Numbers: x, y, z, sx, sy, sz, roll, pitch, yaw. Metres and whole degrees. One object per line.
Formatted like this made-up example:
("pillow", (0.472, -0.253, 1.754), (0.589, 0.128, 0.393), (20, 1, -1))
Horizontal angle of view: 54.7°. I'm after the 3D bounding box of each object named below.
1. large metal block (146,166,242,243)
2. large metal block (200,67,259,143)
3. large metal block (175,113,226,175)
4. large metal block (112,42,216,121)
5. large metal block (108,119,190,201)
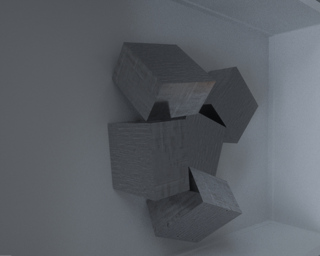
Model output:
("large metal block", (0.043, 0.102, 0.399), (0.080, 0.080, 0.050), (26, 32, -39))
("large metal block", (0.096, -0.034, 0.472), (0.080, 0.050, 0.080), (52, 60, -28))
("large metal block", (0.039, 0.024, 0.424), (0.080, 0.050, 0.080), (24, 75, -38))
("large metal block", (0.003, -0.057, 0.366), (0.081, 0.080, 0.050), (-10, 138, -39))
("large metal block", (-0.015, 0.032, 0.359), (0.050, 0.080, 0.079), (-7, 95, -40))
